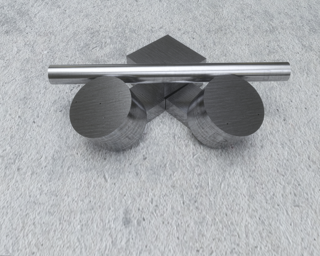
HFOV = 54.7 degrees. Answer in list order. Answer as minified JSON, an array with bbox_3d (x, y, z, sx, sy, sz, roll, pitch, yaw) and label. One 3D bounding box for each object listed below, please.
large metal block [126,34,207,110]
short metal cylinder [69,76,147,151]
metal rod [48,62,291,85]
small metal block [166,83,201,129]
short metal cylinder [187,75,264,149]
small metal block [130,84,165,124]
[{"bbox_3d":[0.009,-0.084,0.457,0.080,0.050,0.080,-35,58,-26],"label":"large metal block"},{"bbox_3d":[-0.063,-0.017,0.383,0.080,0.050,0.080,-7,66,17],"label":"short metal cylinder"},{"bbox_3d":[0.013,-0.070,0.397,0.302,0.025,0.025,-1,50,-1],"label":"metal rod"},{"bbox_3d":[0.044,-0.031,0.430,0.050,0.025,0.050,-36,59,-26],"label":"small metal block"},{"bbox_3d":[0.081,-0.019,0.387,0.081,0.050,0.080,7,68,-16],"label":"short metal cylinder"},{"bbox_3d":[-0.028,-0.032,0.431,0.050,0.025,0.050,-35,59,-27],"label":"small metal block"}]
